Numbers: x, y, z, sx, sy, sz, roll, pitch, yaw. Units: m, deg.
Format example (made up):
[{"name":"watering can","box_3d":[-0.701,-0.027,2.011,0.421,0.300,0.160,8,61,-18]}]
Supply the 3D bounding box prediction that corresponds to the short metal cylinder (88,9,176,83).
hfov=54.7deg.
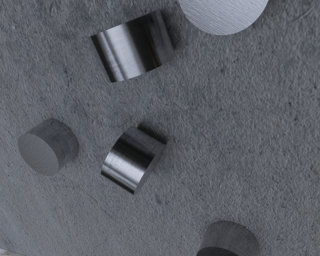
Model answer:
[{"name":"short metal cylinder","box_3d":[-0.029,-0.088,0.332,0.080,0.080,0.050,-9,114,32]}]

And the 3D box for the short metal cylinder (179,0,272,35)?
[{"name":"short metal cylinder","box_3d":[0.062,-0.130,0.278,0.080,0.050,0.079,13,124,21]}]

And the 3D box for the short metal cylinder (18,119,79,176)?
[{"name":"short metal cylinder","box_3d":[-0.181,0.031,0.506,0.080,0.050,0.079,13,124,21]}]

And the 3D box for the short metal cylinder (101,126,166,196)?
[{"name":"short metal cylinder","box_3d":[-0.035,0.044,0.417,0.050,0.080,0.079,31,128,8]}]

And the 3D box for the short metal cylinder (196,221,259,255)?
[{"name":"short metal cylinder","box_3d":[0.099,0.183,0.452,0.080,0.050,0.079,13,124,21]}]
